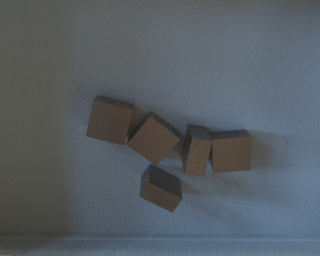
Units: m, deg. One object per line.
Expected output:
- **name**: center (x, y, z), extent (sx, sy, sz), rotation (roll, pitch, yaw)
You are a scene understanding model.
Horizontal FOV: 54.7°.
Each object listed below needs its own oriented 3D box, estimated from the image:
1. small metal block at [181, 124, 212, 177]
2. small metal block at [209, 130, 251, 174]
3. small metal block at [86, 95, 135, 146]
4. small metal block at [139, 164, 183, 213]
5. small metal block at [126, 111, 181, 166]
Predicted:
- **small metal block**: center (0.047, 0.028, 0.407), extent (0.025, 0.050, 0.050), rotation (9, 110, -4)
- **small metal block**: center (0.095, 0.032, 0.422), extent (0.050, 0.025, 0.050), rotation (-5, 110, 1)
- **small metal block**: center (-0.065, -0.010, 0.404), extent (0.050, 0.025, 0.050), rotation (14, 109, -6)
- **small metal block**: center (0.001, 0.082, 0.426), extent (0.050, 0.050, 0.025), rotation (29, 108, -11)
- **small metal block**: center (-0.009, 0.014, 0.414), extent (0.050, 0.025, 0.050), rotation (37, 106, -13)
